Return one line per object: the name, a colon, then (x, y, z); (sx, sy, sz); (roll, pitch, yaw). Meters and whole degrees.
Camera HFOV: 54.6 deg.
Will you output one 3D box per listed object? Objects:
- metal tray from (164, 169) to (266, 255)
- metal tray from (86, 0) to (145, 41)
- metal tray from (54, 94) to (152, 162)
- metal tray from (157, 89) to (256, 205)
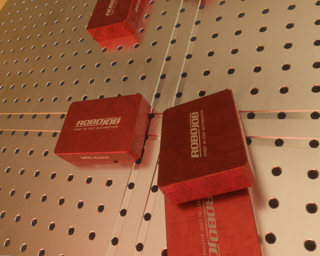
metal tray: (0.053, 0.108, 0.312); (0.090, 0.030, 0.130); (-16, 55, 19)
metal tray: (-0.079, -0.230, 0.589); (0.090, 0.030, 0.130); (-2, 61, 27)
metal tray: (-0.083, 0.002, 0.449); (0.130, 0.030, 0.090); (-4, 60, 26)
metal tray: (0.047, 0.016, 0.345); (0.090, 0.030, 0.130); (-17, 36, 17)
